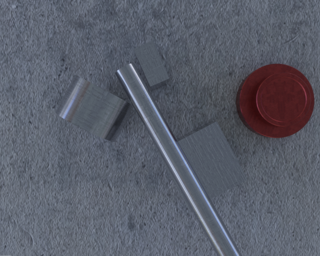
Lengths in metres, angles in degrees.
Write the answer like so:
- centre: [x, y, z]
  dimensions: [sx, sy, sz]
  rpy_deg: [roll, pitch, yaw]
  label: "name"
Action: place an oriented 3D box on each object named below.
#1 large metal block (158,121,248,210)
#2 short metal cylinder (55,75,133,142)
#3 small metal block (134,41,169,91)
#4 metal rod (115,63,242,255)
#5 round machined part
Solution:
- centre: [0.052, 0.045, 0.398]
  dimensions: [0.080, 0.050, 0.080]
  rpy_deg: [-28, 90, 0]
  label: "large metal block"
- centre: [-0.079, -0.024, 0.381]
  dimensions: [0.080, 0.080, 0.050]
  rpy_deg: [28, 90, -1]
  label: "short metal cylinder"
- centre: [-0.010, -0.078, 0.397]
  dimensions: [0.025, 0.050, 0.050]
  rpy_deg: [-24, 90, 0]
  label: "small metal block"
- centre: [0.032, 0.061, 0.360]
  dimensions: [0.025, 0.025, 0.299]
  rpy_deg: [-29, 90, 0]
  label: "metal rod"
- centre: [0.153, -0.036, 0.404]
  dimensions: [0.099, 0.042, 0.097]
  rpy_deg: [0, 90, -1]
  label: "round machined part"
